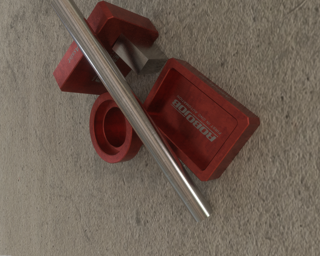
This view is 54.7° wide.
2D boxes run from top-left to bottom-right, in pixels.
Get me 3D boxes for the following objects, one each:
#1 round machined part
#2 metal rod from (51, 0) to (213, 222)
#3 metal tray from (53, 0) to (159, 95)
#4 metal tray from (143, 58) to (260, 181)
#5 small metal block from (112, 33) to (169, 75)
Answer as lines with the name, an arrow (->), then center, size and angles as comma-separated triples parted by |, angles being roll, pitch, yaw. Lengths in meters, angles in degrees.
round machined part -> -0.054, -0.002, 0.433 | 0.098, 0.042, 0.097 | 5, 96, 45
metal rod -> -0.031, -0.021, 0.361 | 0.025, 0.025, 0.299 | -32, 92, 35
metal tray -> -0.074, -0.100, 0.422 | 0.129, 0.091, 0.030 | -45, 64, 30
metal tray -> 0.040, -0.012, 0.369 | 0.130, 0.030, 0.089 | 45, 117, 30
small metal block -> -0.024, -0.096, 0.402 | 0.050, 0.050, 0.025 | 47, 121, 13
